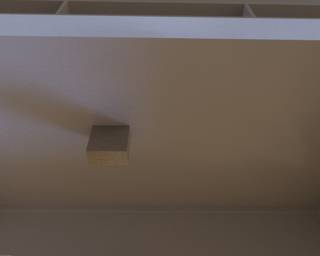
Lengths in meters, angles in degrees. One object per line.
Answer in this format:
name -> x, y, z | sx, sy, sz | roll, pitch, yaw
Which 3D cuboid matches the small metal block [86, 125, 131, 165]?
small metal block -> -0.067, 0.022, 0.411 | 0.050, 0.050, 0.025 | 0, 130, 0
